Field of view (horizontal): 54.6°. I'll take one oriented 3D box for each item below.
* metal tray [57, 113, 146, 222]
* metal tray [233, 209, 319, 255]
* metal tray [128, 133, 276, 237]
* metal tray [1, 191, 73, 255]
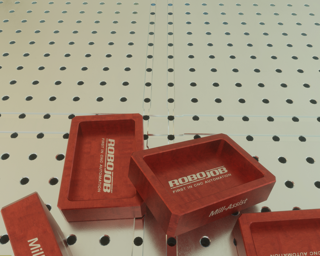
[{"bbox_3d":[-0.064,0.041,0.369,0.091,0.030,0.130,-2,50,-2],"label":"metal tray"},{"bbox_3d":[0.146,0.127,0.298,0.131,0.030,0.090,-3,50,-3],"label":"metal tray"},{"bbox_3d":[0.044,0.052,0.327,0.131,0.030,0.090,-10,38,-30],"label":"metal tray"},{"bbox_3d":[-0.085,0.128,0.257,0.030,0.090,0.130,-26,55,-20],"label":"metal tray"}]
